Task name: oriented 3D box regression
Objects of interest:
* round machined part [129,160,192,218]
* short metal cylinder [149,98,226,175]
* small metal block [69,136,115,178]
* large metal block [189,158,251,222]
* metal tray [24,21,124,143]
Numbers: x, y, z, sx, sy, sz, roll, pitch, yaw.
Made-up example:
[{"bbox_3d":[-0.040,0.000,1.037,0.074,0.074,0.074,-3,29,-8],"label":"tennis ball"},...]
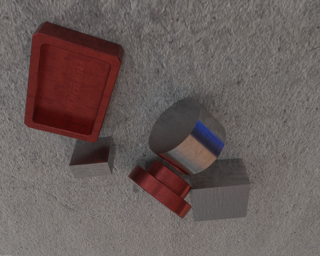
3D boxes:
[{"bbox_3d":[0.006,0.082,0.442,0.098,0.098,0.042,43,79,-31],"label":"round machined part"},{"bbox_3d":[0.033,0.010,0.380,0.080,0.080,0.050,-35,122,25],"label":"short metal cylinder"},{"bbox_3d":[-0.090,0.039,0.423,0.050,0.050,0.025,-6,130,4],"label":"small metal block"},{"bbox_3d":[0.088,0.095,0.472,0.080,0.050,0.080,-6,130,1],"label":"large metal block"},{"bbox_3d":[-0.103,-0.046,0.362,0.091,0.030,0.129,15,129,-13],"label":"metal tray"}]
